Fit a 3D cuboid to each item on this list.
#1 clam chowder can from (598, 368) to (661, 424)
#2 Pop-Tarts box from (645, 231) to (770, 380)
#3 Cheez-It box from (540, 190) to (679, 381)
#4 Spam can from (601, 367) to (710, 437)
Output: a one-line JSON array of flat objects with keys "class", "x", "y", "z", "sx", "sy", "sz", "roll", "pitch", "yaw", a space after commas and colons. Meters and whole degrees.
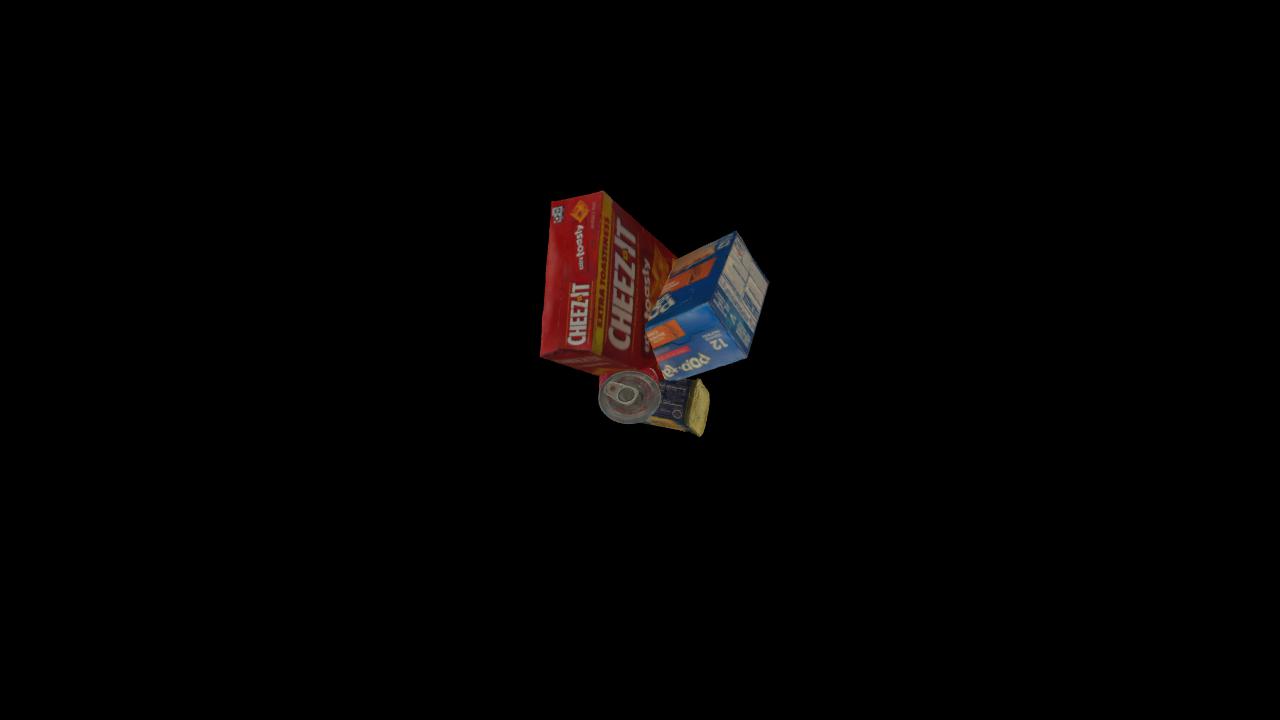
[{"class": "clam chowder can", "x": -0.013, "y": 0.017, "z": 0.700, "sx": 0.068, "sy": 0.068, "sz": 0.102, "roll": 0, "pitch": 29, "yaw": -3}, {"class": "Pop-Tarts box", "x": 0.049, "y": -0.052, "z": 0.716, "sx": 0.167, "sy": 0.083, "sz": 0.141, "roll": -21, "pitch": 31, "yaw": 38}, {"class": "Cheez-It box", "x": -0.018, "y": -0.064, "z": 0.687, "sx": 0.071, "sy": 0.166, "sz": 0.223, "roll": -4, "pitch": -14, "yaw": 27}, {"class": "Spam can", "x": 0.032, "y": 0.052, "z": 0.737, "sx": 0.085, "sy": 0.058, "sz": 0.101, "roll": 9, "pitch": -14, "yaw": 17}]
